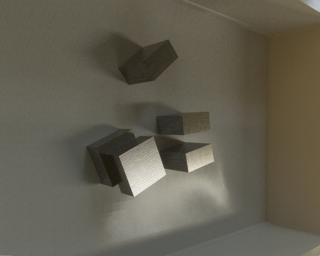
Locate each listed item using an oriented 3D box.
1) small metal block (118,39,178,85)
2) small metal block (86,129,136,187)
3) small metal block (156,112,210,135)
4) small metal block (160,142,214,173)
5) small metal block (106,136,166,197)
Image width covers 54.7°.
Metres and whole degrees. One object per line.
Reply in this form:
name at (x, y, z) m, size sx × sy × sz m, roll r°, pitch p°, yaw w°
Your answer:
small metal block at (-0.014, -0.080, 0.380) m, size 0.050 × 0.050 × 0.025 m, roll -48°, pitch 119°, yaw -29°
small metal block at (-0.051, 0.034, 0.366) m, size 0.050 × 0.025 × 0.050 m, roll -30°, pitch 109°, yaw -36°
small metal block at (0.032, -0.007, 0.419) m, size 0.050 × 0.050 × 0.025 m, roll -9°, pitch 96°, yaw -40°
small metal block at (0.037, 0.039, 0.424) m, size 0.050 × 0.050 × 0.025 m, roll -16°, pitch 101°, yaw -39°
small metal block at (-0.026, 0.042, 0.354) m, size 0.050 × 0.025 × 0.050 m, roll -29°, pitch 109°, yaw -36°
